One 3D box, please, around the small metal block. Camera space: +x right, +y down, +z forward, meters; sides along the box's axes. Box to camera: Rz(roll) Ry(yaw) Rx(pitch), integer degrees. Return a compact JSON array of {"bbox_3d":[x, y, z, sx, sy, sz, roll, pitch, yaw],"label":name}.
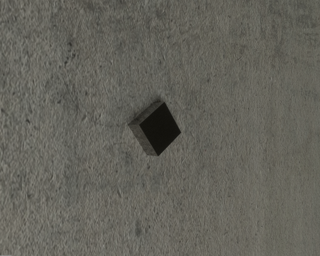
[{"bbox_3d":[-0.006,0.001,0.403,0.050,0.025,0.050,-44,117,-31],"label":"small metal block"}]
